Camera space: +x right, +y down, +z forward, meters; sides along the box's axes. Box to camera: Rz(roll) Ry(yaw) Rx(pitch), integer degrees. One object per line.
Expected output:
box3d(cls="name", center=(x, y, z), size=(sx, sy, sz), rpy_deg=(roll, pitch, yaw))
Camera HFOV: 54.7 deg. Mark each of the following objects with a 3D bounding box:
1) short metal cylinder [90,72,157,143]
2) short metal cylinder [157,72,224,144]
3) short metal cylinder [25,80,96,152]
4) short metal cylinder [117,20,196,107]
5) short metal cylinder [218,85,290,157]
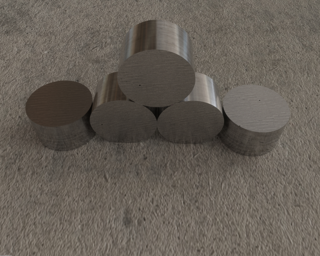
box3d(cls="short metal cylinder", center=(-0.044, -0.024, 0.389), size=(0.080, 0.080, 0.050), rpy_deg=(0, 50, 0))
box3d(cls="short metal cylinder", center=(0.037, -0.023, 0.389), size=(0.080, 0.080, 0.050), rpy_deg=(0, 49, 0))
box3d(cls="short metal cylinder", center=(-0.124, -0.016, 0.401), size=(0.081, 0.050, 0.080), rpy_deg=(0, 50, 0))
box3d(cls="short metal cylinder", center=(-0.003, -0.068, 0.336), size=(0.080, 0.080, 0.050), rpy_deg=(1, 51, 0))
box3d(cls="short metal cylinder", center=(0.117, -0.010, 0.397), size=(0.081, 0.050, 0.080), rpy_deg=(0, 50, 0))
